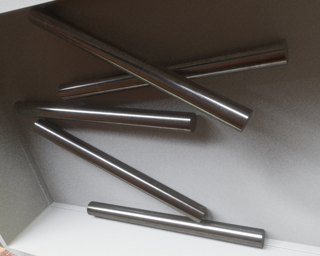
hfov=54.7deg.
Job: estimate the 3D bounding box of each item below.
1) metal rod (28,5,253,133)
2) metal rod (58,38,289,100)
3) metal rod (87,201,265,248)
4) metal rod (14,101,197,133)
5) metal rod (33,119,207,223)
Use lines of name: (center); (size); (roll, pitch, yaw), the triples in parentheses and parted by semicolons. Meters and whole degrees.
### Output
metal rod: (-0.037, -0.077, 0.355); (0.300, 0.025, 0.025); (30, 129, 19)
metal rod: (-0.008, -0.063, 0.373); (0.300, 0.025, 0.025); (-5, 116, 30)
metal rod: (0.009, 0.149, 0.496); (0.300, 0.025, 0.025); (1, 119, 27)
metal rod: (-0.094, -0.020, 0.446); (0.301, 0.025, 0.025); (5, 121, 25)
metal rod: (-0.069, 0.062, 0.483); (0.301, 0.025, 0.025); (27, 128, 11)
